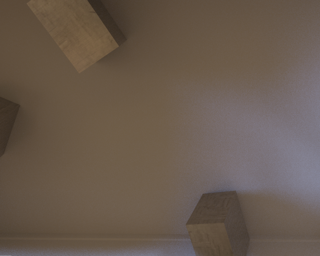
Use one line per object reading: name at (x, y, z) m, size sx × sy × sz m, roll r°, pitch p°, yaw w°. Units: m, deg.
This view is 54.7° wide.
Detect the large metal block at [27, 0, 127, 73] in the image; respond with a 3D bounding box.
large metal block at (-0.084, -0.114, 0.339) m, size 0.050 × 0.080 × 0.080 m, roll -32°, pitch 107°, yaw 11°

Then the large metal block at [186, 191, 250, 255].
large metal block at (0.082, 0.143, 0.423) m, size 0.050 × 0.080 × 0.080 m, roll -12°, pitch 102°, yaw 27°

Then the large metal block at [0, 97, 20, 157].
large metal block at (-0.226, 0.007, 0.382) m, size 0.050 × 0.080 × 0.080 m, roll 24°, pitch 108°, yaw -9°
